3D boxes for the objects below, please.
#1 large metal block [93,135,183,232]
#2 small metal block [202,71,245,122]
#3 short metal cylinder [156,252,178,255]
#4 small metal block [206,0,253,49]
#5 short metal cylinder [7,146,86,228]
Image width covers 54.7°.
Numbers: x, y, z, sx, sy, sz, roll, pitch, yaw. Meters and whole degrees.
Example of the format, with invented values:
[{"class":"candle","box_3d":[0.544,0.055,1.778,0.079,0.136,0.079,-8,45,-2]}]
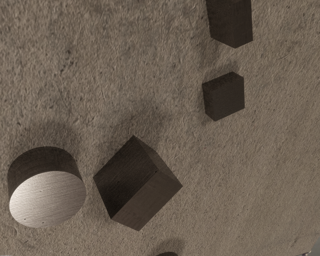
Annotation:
[{"class":"large metal block","box_3d":[-0.031,0.069,0.399,0.080,0.080,0.050,-46,130,4]},{"class":"small metal block","box_3d":[0.089,-0.044,0.430,0.050,0.025,0.050,-24,127,-14]},{"class":"short metal cylinder","box_3d":[0.011,0.277,0.571,0.081,0.050,0.079,-14,125,-21]},{"class":"small metal block","box_3d":[0.080,-0.126,0.358,0.025,0.050,0.050,-26,128,-13]},{"class":"short metal cylinder","box_3d":[-0.132,0.068,0.361,0.081,0.050,0.079,-14,125,-21]}]
